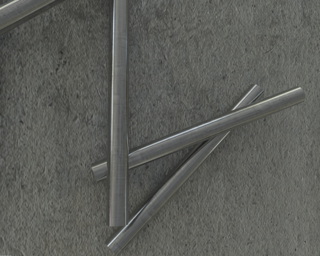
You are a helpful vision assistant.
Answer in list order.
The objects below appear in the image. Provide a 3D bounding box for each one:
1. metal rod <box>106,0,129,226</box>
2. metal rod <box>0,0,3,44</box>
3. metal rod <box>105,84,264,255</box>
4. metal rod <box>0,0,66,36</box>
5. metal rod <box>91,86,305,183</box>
[{"bbox_3d":[-0.050,-0.039,0.371,0.025,0.025,0.298,2,82,-20],"label":"metal rod"},{"bbox_3d":[-0.194,-0.012,0.337,0.025,0.025,0.298,4,89,-20],"label":"metal rod"},{"bbox_3d":[0.042,0.047,0.424,0.301,0.025,0.025,-45,104,-14],"label":"metal rod"},{"bbox_3d":[-0.142,-0.133,0.336,0.301,0.025,0.025,-41,103,-23],"label":"metal rod"},{"bbox_3d":[0.058,0.004,0.409,0.302,0.025,0.025,-20,97,-11],"label":"metal rod"}]
